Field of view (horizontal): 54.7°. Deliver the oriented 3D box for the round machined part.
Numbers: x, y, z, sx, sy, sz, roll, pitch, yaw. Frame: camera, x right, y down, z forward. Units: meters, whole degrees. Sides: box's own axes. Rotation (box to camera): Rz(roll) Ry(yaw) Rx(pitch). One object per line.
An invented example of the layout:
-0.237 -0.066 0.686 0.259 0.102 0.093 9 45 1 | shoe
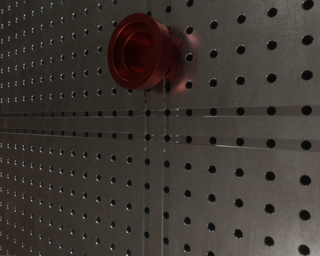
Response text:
-0.022 -0.099 0.415 0.098 0.042 0.097 0 90 39 | round machined part
